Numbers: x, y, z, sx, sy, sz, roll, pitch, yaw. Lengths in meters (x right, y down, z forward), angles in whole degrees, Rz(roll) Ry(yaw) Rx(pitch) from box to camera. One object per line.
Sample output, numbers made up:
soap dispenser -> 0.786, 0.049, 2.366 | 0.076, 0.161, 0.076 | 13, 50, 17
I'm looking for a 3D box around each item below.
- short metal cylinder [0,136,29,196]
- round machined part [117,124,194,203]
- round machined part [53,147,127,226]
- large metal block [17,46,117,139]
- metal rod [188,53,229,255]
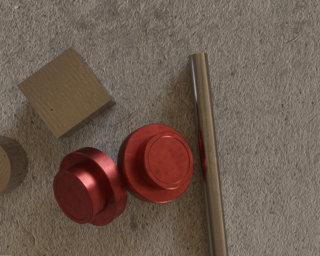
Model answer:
short metal cylinder -> -0.219, 0.050, 0.396 | 0.081, 0.050, 0.079 | 0, 90, 0
round machined part -> 0.001, 0.042, 0.379 | 0.099, 0.042, 0.098 | 8, 73, -29
round machined part -> -0.091, 0.076, 0.375 | 0.098, 0.042, 0.097 | 13, 114, 32
large metal block -> -0.115, -0.043, 0.396 | 0.080, 0.050, 0.080 | -36, 90, 0
metal rod -> 0.066, 0.052, 0.410 | 0.025, 0.025, 0.298 | -6, 90, 0
